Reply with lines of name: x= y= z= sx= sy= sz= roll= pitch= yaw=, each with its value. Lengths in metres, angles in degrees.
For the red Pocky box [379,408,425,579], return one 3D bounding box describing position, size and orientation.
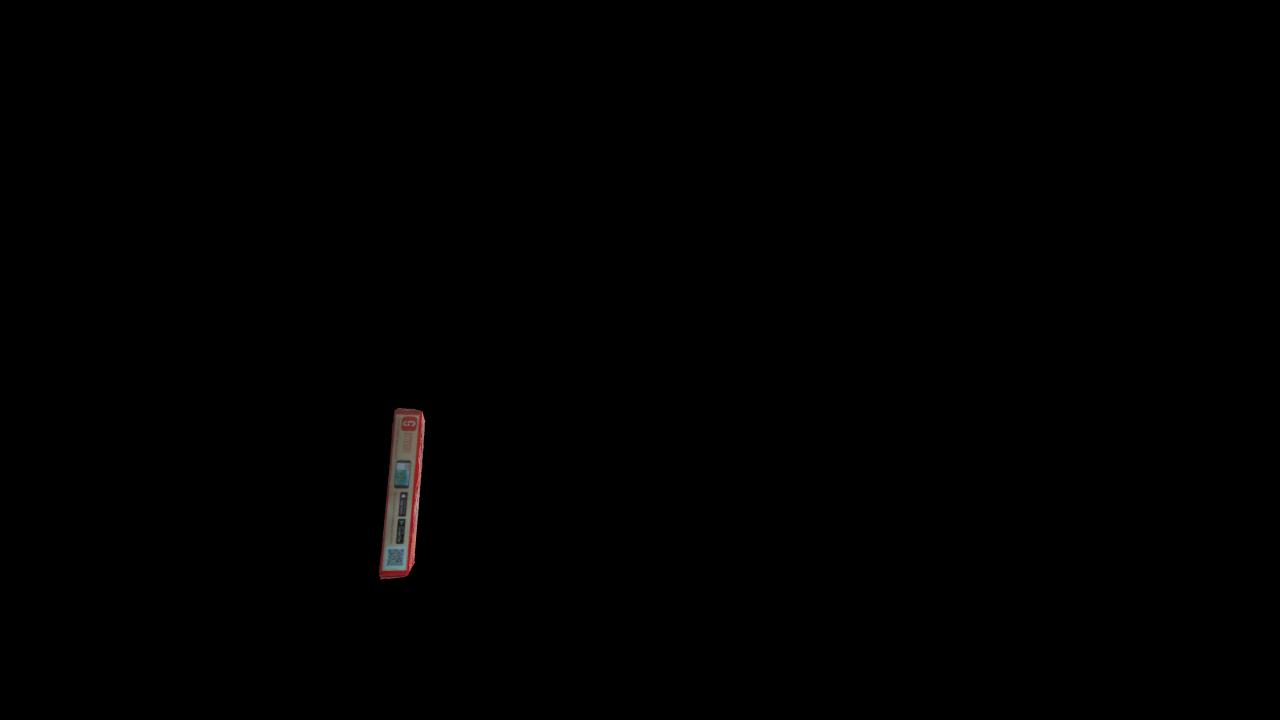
red Pocky box: x=-0.232 y=0.129 z=0.606 sx=0.028 sy=0.155 sz=0.083 roll=4 pitch=-12 yaw=-17
